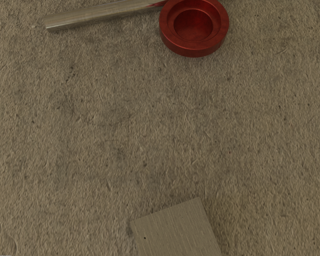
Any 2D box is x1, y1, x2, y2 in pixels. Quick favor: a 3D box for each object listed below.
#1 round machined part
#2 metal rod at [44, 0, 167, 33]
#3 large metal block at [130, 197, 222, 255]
[{"bbox_3d":[0.048,-0.144,0.452,0.099,0.042,0.098,0,70,0],"label":"round machined part"},{"bbox_3d":[-0.023,-0.191,0.477,0.302,0.025,0.025,-14,71,-5],"label":"metal rod"},{"bbox_3d":[0.019,0.132,0.347,0.080,0.050,0.080,-18,71,-7],"label":"large metal block"}]
